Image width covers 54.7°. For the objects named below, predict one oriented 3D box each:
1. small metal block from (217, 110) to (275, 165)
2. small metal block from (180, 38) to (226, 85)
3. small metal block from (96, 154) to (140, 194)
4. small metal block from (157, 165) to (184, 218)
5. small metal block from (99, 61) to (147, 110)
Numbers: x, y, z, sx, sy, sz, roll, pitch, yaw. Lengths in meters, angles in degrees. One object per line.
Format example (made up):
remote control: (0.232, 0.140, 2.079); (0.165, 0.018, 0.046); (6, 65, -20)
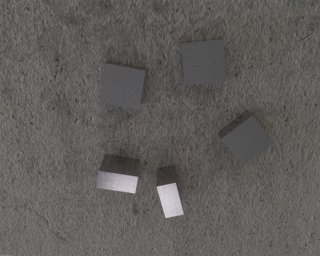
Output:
small metal block: (0.114, 0.013, 0.415); (0.050, 0.025, 0.050); (-39, 106, 13)
small metal block: (0.052, -0.082, 0.380); (0.050, 0.025, 0.050); (-5, 110, 2)
small metal block: (-0.055, 0.061, 0.418); (0.050, 0.050, 0.025); (10, 110, -4)
small metal block: (0.014, 0.087, 0.428); (0.025, 0.050, 0.050); (-13, 110, 5)
small metal block: (-0.046, -0.054, 0.389); (0.050, 0.025, 0.050); (10, 110, -4)
